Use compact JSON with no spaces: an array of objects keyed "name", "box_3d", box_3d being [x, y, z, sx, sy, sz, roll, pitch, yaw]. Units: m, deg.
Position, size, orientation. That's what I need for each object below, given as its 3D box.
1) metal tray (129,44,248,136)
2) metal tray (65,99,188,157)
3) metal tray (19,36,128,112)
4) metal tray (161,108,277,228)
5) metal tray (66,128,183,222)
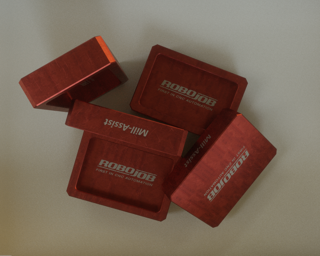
[{"name":"metal tray","box_3d":[0.037,-0.043,0.408,0.131,0.030,0.090,21,90,-1]},{"name":"metal tray","box_3d":[-0.036,-0.001,0.376,0.131,0.090,0.030,16,90,-1]},{"name":"metal tray","box_3d":[-0.088,-0.054,0.355,0.090,0.130,0.030,-30,91,0]},{"name":"metal tray","box_3d":[0.076,0.051,0.389,0.090,0.030,0.130,39,90,-29]},{"name":"metal tray","box_3d":[-0.044,0.059,0.405,0.131,0.030,0.090,16,90,-1]}]
